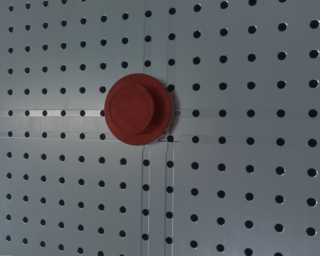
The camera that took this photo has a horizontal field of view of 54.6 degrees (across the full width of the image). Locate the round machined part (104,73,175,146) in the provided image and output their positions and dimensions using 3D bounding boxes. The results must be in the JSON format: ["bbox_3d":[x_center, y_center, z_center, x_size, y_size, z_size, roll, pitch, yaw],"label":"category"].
[{"bbox_3d":[-0.032,-0.025,0.415,0.098,0.042,0.097,0,90,20],"label":"round machined part"}]
